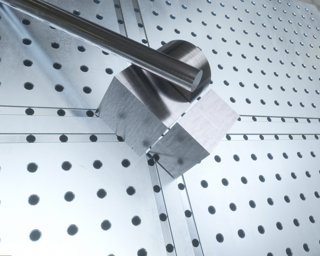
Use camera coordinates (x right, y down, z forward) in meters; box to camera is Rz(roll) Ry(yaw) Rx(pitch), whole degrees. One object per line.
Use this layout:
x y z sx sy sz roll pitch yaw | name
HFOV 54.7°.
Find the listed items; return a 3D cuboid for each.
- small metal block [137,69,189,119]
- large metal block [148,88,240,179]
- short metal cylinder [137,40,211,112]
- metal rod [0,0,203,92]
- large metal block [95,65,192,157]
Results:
0.005 -0.049 0.443 0.050 0.025 0.050 41 51 -1 | small metal block
0.042 0.008 0.390 0.050 0.080 0.080 45 51 2 | large metal block
0.017 -0.064 0.389 0.080 0.080 0.050 45 51 2 | short metal cylinder
-0.090 -0.115 0.364 0.301 0.025 0.025 27 49 16 | metal rod
-0.023 -0.023 0.377 0.080 0.080 0.050 44 51 2 | large metal block
